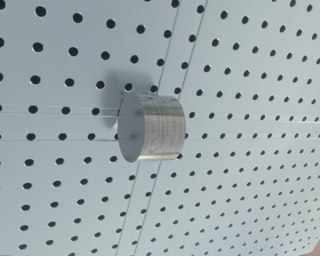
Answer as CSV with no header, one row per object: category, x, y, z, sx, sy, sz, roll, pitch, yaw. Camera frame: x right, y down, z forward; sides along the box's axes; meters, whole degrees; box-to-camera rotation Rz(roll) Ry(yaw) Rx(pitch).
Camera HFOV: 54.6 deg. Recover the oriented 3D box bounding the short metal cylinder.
short metal cylinder,-0.012,0.000,0.368,0.050,0.080,0.079,1,118,-29
